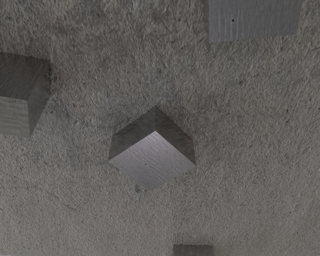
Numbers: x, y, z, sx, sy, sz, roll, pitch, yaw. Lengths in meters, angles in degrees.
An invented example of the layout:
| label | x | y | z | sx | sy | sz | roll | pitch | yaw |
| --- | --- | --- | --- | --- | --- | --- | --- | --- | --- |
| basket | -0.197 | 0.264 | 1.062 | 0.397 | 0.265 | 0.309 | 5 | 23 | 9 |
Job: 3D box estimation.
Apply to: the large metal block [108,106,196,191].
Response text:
| label | x | y | z | sx | sy | sz | roll | pitch | yaw |
| --- | --- | --- | --- | --- | --- | --- | --- | --- | --- |
| large metal block | -0.010 | 0.030 | 0.416 | 0.080 | 0.050 | 0.080 | -33 | 123 | 25 |

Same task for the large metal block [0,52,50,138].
| label | x | y | z | sx | sy | sz | roll | pitch | yaw |
| --- | --- | --- | --- | --- | --- | --- | --- | --- | --- |
| large metal block | -0.171 | -0.040 | 0.335 | 0.081 | 0.080 | 0.050 | 9 | 130 | -8 |

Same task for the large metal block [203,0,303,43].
| label | x | y | z | sx | sy | sz | roll | pitch | yaw |
| --- | --- | --- | --- | --- | --- | --- | --- | --- | --- |
| large metal block | 0.081 | -0.129 | 0.281 | 0.080 | 0.050 | 0.080 | -5 | 130 | 4 |

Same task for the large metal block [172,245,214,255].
| label | x | y | z | sx | sy | sz | roll | pitch | yaw |
| --- | --- | --- | --- | --- | --- | --- | --- | --- | --- |
| large metal block | 0.065 | 0.283 | 0.632 | 0.081 | 0.050 | 0.079 | 2 | 130 | -2 |
